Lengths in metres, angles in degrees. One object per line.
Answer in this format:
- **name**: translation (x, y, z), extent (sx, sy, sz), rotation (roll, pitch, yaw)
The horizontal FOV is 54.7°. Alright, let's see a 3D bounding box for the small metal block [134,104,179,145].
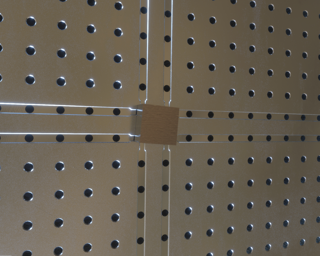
- **small metal block**: translation (-0.004, -0.004, 0.412), extent (0.050, 0.025, 0.050), rotation (5, 88, -20)
